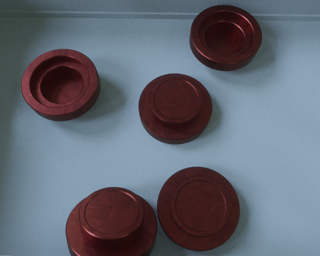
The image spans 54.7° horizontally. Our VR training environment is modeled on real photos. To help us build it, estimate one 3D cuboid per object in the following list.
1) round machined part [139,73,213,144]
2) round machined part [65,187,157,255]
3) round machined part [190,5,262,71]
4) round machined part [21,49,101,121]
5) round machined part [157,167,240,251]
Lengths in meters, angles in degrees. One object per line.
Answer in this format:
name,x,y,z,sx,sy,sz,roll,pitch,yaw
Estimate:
round machined part,0.021,-0.031,0.412,0.099,0.042,0.098,0,70,0
round machined part,-0.052,0.103,0.338,0.099,0.042,0.098,4,36,-3
round machined part,0.092,-0.124,0.446,0.099,0.042,0.098,0,70,0
round machined part,-0.130,-0.054,0.419,0.099,0.042,0.098,0,70,0
round machined part,0.046,0.094,0.367,0.099,0.042,0.098,0,70,0
